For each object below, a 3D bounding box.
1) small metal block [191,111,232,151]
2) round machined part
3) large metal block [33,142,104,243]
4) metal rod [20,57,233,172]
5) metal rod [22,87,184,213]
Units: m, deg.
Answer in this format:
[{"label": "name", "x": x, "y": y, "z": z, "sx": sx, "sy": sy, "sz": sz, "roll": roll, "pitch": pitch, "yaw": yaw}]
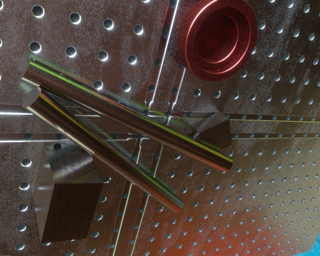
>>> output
[{"label": "small metal block", "x": 0.077, "y": 0.010, "z": 0.462, "sx": 0.050, "sy": 0.025, "sz": 0.050, "roll": -25, "pitch": 128, "yaw": -13}, {"label": "round machined part", "x": 0.064, "y": -0.108, "z": 0.370, "sx": 0.099, "sy": 0.042, "sz": 0.097, "roll": -14, "pitch": 124, "yaw": -21}, {"label": "large metal block", "x": -0.111, "y": 0.072, "z": 0.361, "sx": 0.050, "sy": 0.080, "sz": 0.079, "roll": 6, "pitch": 116, "yaw": -31}, {"label": "metal rod", "x": -0.017, "y": -0.002, "z": 0.383, "sx": 0.302, "sy": 0.025, "sz": 0.025, "roll": 26, "pitch": 104, "yaw": -32}, {"label": "metal rod", "x": -0.049, "y": 0.048, "z": 0.405, "sx": 0.025, "sy": 0.025, "sz": 0.300, "roll": -43, "pitch": 133, "yaw": 1}]
